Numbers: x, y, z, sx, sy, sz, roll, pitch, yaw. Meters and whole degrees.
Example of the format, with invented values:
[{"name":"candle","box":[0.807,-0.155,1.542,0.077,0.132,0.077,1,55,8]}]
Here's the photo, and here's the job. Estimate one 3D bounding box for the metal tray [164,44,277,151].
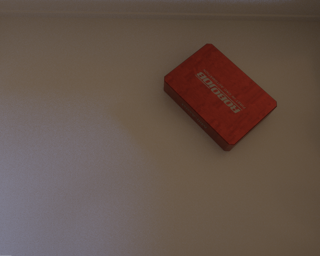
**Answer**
[{"name":"metal tray","box":[0.079,-0.044,0.424,0.090,0.030,0.130,-40,75,-14]}]
